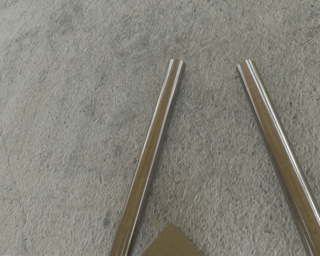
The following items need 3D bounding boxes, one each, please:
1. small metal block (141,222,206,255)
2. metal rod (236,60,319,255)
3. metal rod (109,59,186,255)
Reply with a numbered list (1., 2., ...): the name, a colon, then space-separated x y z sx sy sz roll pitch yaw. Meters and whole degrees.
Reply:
1. small metal block: 0.015 0.134 0.313 0.050 0.025 0.050 -48 52 -6
2. metal rod: 0.129 0.044 0.308 0.025 0.025 0.299 -20 54 16
3. metal rod: -0.014 0.040 0.385 0.025 0.025 0.300 3 63 29
